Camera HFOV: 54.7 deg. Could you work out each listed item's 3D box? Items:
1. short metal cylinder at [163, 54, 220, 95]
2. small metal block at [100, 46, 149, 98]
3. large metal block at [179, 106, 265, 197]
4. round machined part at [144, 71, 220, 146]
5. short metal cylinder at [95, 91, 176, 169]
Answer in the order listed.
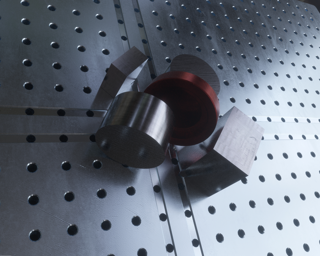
[{"bbox_3d":[0.040,-0.060,0.451,0.081,0.050,0.080,14,56,-21],"label":"short metal cylinder"},{"bbox_3d":[-0.048,-0.074,0.413,0.025,0.050,0.050,41,51,-1],"label":"small metal block"},{"bbox_3d":[0.080,0.031,0.399,0.050,0.080,0.080,37,51,-4],"label":"large metal block"},{"bbox_3d":[0.027,-0.028,0.395,0.098,0.097,0.042,36,39,-5],"label":"round machined part"},{"bbox_3d":[-0.027,0.004,0.357,0.080,0.080,0.050,28,52,-12],"label":"short metal cylinder"}]
